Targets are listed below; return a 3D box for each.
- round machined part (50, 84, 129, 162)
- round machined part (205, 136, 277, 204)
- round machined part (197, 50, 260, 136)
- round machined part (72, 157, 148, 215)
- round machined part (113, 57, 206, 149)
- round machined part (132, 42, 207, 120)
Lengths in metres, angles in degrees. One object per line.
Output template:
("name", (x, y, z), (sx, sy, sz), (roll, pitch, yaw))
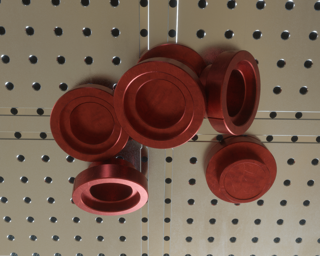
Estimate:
("round machined part", (-0.086, -0.009, 0.400), (0.099, 0.042, 0.097), (0, 109, 0))
("round machined part", (0.113, 0.064, 0.428), (0.099, 0.042, 0.097), (0, 110, 0))
("round machined part", (0.079, -0.042, 0.370), (0.042, 0.099, 0.097), (9, 117, 40))
("round machined part", (-0.066, 0.076, 0.418), (0.099, 0.042, 0.098), (-3, 138, -3))
("round machined part", (0.002, -0.030, 0.343), (0.098, 0.042, 0.097), (5, 113, 12))
("round machined part", (0.014, -0.054, 0.384), (0.099, 0.042, 0.097), (0, 110, 0))
